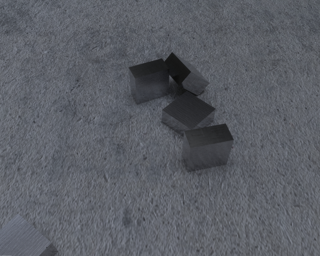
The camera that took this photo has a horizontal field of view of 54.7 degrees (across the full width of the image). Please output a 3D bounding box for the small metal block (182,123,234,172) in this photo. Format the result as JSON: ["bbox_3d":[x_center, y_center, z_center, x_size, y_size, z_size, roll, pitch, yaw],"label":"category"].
[{"bbox_3d":[0.055,0.024,0.367,0.050,0.050,0.025,-10,51,-9],"label":"small metal block"}]

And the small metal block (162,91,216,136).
[{"bbox_3d":[0.038,-0.017,0.417,0.050,0.025,0.050,36,59,26],"label":"small metal block"}]

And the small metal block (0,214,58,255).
[{"bbox_3d":[-0.138,0.121,0.300,0.050,0.025,0.050,29,56,22],"label":"small metal block"}]

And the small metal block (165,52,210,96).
[{"bbox_3d":[0.037,-0.078,0.451,0.050,0.025,0.050,17,30,-50],"label":"small metal block"}]

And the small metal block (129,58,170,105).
[{"bbox_3d":[-0.015,-0.066,0.442,0.050,0.050,0.025,-19,53,-15],"label":"small metal block"}]
